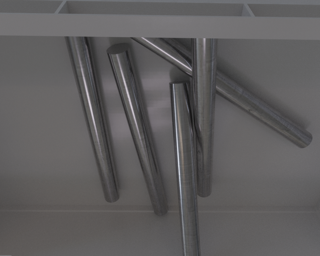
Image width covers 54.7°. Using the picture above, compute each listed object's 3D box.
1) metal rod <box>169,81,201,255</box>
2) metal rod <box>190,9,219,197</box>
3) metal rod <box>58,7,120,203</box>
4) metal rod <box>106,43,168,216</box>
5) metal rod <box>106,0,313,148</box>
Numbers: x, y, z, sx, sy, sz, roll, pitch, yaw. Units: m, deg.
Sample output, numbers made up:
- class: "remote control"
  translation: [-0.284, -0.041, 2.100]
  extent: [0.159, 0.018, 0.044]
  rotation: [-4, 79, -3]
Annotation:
- class: "metal rod"
  translation: [0.036, 0.089, 0.405]
  extent: [0.025, 0.025, 0.298]
  rotation: [-4, 105, 3]
- class: "metal rod"
  translation: [0.055, 0.000, 0.385]
  extent: [0.025, 0.025, 0.298]
  rotation: [-5, 137, 4]
- class: "metal rod"
  translation: [-0.083, -0.003, 0.405]
  extent: [0.025, 0.025, 0.298]
  rotation: [-2, 130, 1]
- class: "metal rod"
  translation: [-0.022, 0.026, 0.430]
  extent: [0.025, 0.025, 0.298]
  rotation: [-7, 130, 6]
- class: "metal rod"
  translation: [0.075, -0.050, 0.366]
  extent: [0.301, 0.025, 0.025]
  rotation: [29, 124, -23]
